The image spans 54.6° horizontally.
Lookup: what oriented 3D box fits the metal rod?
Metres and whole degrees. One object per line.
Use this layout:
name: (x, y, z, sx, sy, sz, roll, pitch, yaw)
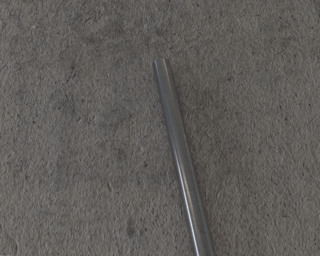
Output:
metal rod: (0.030, 0.045, 0.391, 0.025, 0.025, 0.299, -10, 70, -4)
